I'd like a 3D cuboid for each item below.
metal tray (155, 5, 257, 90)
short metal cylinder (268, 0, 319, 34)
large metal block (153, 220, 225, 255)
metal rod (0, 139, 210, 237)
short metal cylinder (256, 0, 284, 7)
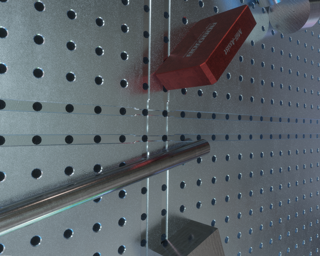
[{"bbox_3d":[0.062,-0.108,0.421,0.030,0.090,0.130,52,60,-28],"label":"metal tray"},{"bbox_3d":[0.258,-0.224,0.593,0.050,0.080,0.079,-22,104,-38],"label":"short metal cylinder"},{"bbox_3d":[0.046,0.191,0.434,0.081,0.050,0.080,-26,106,-37],"label":"large metal block"},{"bbox_3d":[-0.047,0.060,0.371,0.302,0.025,0.025,-15,100,-39],"label":"metal rod"},{"bbox_3d":[0.201,-0.259,0.544,0.050,0.080,0.080,52,60,-28],"label":"short metal cylinder"}]
